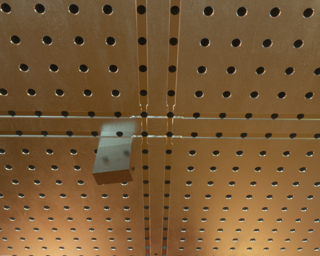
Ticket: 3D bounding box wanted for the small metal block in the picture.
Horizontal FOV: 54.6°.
[{"bbox_3d":[-0.063,0.051,0.438,0.050,0.050,0.025,-8,130,6],"label":"small metal block"}]
